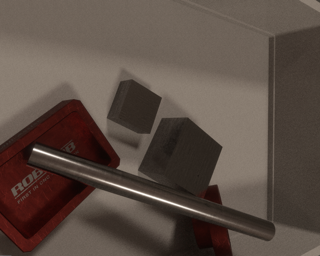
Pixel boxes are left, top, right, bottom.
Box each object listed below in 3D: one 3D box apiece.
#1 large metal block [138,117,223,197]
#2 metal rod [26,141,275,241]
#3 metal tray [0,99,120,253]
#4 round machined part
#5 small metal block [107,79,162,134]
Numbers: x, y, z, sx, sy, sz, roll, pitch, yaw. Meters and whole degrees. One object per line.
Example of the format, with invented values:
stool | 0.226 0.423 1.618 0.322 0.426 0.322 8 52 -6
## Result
large metal block | 0.030 0.041 0.418 0.080 0.050 0.080 38 67 -34
metal rod | 0.009 0.078 0.345 0.302 0.025 0.025 23 75 -21
metal tray | -0.112 0.042 0.310 0.131 0.030 0.090 -45 117 -31
round machined part | 0.070 0.132 0.436 0.098 0.042 0.097 -13 91 -81
small metal block | -0.031 -0.025 0.383 0.050 0.025 0.050 29 72 -37
